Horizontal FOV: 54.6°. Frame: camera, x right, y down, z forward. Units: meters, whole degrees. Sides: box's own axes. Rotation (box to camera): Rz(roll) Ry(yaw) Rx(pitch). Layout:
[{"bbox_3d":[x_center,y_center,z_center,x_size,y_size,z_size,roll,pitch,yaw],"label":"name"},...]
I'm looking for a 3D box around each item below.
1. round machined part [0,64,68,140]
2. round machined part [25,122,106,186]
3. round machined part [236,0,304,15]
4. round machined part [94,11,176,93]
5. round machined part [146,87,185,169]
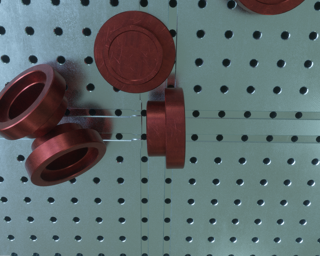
[{"bbox_3d":[-0.151,-0.026,0.370,0.098,0.098,0.042,-29,135,10],"label":"round machined part"},{"bbox_3d":[-0.122,0.030,0.395,0.098,0.098,0.042,-38,69,13],"label":"round machined part"},{"bbox_3d":[0.120,-0.176,0.340,0.099,0.042,0.097,0,110,0],"label":"round machined part"},{"bbox_3d":[-0.030,-0.089,0.371,0.099,0.042,0.097,0,110,0],"label":"round machined part"},{"bbox_3d":[0.006,0.000,0.375,0.042,0.098,0.097,-1,110,0],"label":"round machined part"}]
